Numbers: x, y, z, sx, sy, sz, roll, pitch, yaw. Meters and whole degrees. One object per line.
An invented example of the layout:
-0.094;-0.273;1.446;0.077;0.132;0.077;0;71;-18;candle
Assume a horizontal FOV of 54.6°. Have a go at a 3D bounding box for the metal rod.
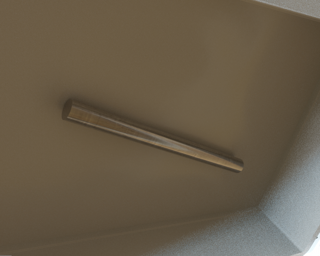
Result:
0.014;0.021;0.426;0.302;0.025;0.025;20;108;-36;metal rod
